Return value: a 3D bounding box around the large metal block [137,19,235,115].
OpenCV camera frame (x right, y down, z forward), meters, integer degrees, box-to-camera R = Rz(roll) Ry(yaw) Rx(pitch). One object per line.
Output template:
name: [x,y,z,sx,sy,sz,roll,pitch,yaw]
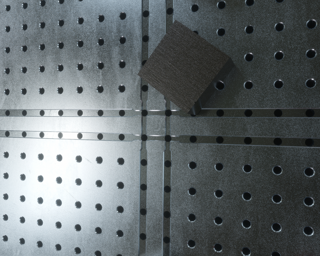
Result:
large metal block: [0.034,-0.073,0.387,0.080,0.050,0.080,40,102,15]
